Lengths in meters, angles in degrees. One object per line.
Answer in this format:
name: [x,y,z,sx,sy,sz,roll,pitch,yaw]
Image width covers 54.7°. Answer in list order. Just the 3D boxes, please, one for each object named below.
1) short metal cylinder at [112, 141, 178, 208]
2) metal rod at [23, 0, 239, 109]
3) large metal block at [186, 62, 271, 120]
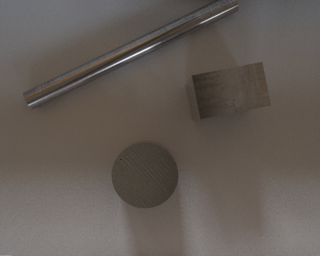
short metal cylinder: [-0.018,0.057,0.399,0.081,0.050,0.079,0,90,-1]
metal rod: [-0.037,-0.102,0.410,0.301,0.025,0.025,-26,90,-1]
large metal block: [0.080,-0.042,0.385,0.080,0.080,0.050,-11,90,0]
